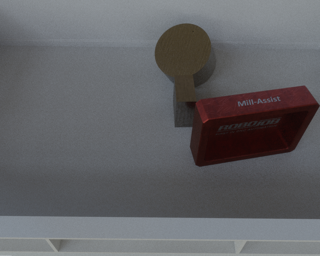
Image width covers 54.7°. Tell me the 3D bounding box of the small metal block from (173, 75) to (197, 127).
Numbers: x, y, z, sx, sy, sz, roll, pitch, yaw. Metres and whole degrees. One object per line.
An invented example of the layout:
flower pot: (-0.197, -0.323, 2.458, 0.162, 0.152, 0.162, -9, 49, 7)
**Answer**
small metal block: (0.032, -0.036, 0.420, 0.025, 0.050, 0.050, -1, 50, -1)

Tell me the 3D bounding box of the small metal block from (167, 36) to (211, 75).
small metal block: (0.047, -0.119, 0.506, 0.050, 0.025, 0.050, 27, 55, 20)

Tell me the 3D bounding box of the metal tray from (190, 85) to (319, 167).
metal tray: (0.105, 0.000, 0.364, 0.131, 0.089, 0.030, -8, 51, -7)

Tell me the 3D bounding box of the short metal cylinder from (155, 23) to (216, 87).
short metal cylinder: (0.039, -0.104, 0.453, 0.080, 0.050, 0.080, -3, 79, 17)
